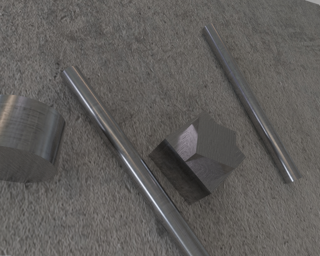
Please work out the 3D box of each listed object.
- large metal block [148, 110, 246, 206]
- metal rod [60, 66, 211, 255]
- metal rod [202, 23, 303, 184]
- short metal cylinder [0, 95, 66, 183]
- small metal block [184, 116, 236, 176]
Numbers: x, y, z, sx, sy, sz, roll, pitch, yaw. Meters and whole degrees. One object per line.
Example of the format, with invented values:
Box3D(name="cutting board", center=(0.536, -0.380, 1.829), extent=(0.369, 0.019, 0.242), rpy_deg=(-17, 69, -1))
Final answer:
Box3D(name="large metal block", center=(0.047, 0.036, 0.391), extent=(0.081, 0.050, 0.080), rpy_deg=(-34, 81, -38))
Box3D(name="metal rod", center=(-0.025, 0.050, 0.359), extent=(0.025, 0.025, 0.299), rpy_deg=(-28, 77, -37))
Box3D(name="metal rod", center=(0.145, -0.051, 0.512), extent=(0.025, 0.025, 0.299), rpy_deg=(-11, 67, -33))
Box3D(name="short metal cylinder", center=(-0.134, 0.013, 0.289), extent=(0.081, 0.080, 0.050), rpy_deg=(14, 56, -21))
Box3D(name="small metal block", center=(0.059, 0.021, 0.359), extent=(0.050, 0.025, 0.050), rpy_deg=(22, 54, -15))
